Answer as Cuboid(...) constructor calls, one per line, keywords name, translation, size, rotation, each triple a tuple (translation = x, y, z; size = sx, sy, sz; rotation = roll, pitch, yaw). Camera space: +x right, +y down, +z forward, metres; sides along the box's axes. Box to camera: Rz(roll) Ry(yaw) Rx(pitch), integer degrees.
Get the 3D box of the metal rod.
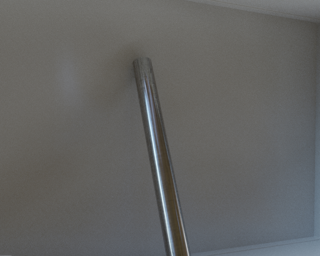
Cuboid(name="metal rod", translation=(0.003, 0.051, 0.347), size=(0.025, 0.025, 0.299), rotation=(-3, 66, -20))
